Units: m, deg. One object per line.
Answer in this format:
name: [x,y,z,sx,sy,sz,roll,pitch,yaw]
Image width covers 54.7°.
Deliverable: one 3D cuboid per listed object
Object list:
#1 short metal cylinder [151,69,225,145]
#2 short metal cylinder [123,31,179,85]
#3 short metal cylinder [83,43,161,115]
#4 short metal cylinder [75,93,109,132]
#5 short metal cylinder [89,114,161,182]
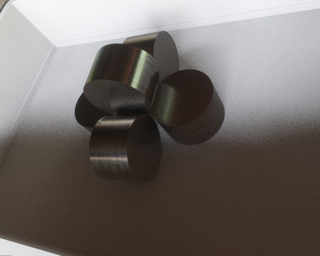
short metal cylinder: [0.034,-0.025,0.384,0.080,0.050,0.080,-13,56,21]
short metal cylinder: [-0.012,-0.090,0.429,0.050,0.080,0.080,-1,61,27]
short metal cylinder: [-0.044,-0.054,0.367,0.080,0.080,0.050,-1,61,28]
short metal cylinder: [-0.072,-0.024,0.440,0.080,0.050,0.080,-13,56,21]
short metal cylinder: [-0.039,0.024,0.374,0.050,0.080,0.080,-1,61,27]
